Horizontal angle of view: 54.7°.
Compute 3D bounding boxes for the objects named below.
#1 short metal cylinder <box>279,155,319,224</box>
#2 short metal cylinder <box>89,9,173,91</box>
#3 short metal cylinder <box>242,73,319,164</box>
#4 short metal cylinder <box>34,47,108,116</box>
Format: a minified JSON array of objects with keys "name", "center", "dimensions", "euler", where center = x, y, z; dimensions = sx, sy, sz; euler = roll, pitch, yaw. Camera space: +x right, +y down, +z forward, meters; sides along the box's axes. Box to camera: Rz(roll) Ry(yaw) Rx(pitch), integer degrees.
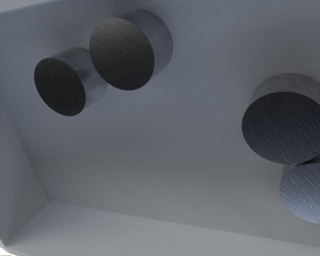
[{"name":"short metal cylinder","center":[0.175,0.057,0.335],"dimensions":[0.080,0.050,0.079],"euler":[13,124,20]},{"name":"short metal cylinder","center":[-0.032,-0.089,0.353],"dimensions":[0.080,0.050,0.079],"euler":[13,124,20]},{"name":"short metal cylinder","center":[0.130,-0.010,0.318],"dimensions":[0.080,0.050,0.079],"euler":[13,124,20]},{"name":"short metal cylinder","center":[-0.118,-0.062,0.414],"dimensions":[0.080,0.050,0.079],"euler":[13,124,20]}]
